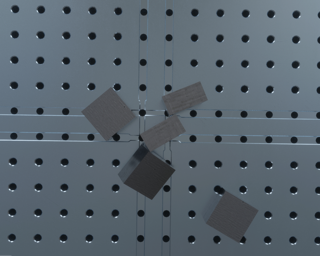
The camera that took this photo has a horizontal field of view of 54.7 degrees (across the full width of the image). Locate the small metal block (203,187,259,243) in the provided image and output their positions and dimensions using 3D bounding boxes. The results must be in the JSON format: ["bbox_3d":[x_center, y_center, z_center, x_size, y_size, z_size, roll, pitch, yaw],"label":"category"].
[{"bbox_3d":[0.094,0.116,0.415,0.050,0.025,0.050,31,90,-1],"label":"small metal block"}]

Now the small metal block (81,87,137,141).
[{"bbox_3d":[-0.067,-0.018,0.413,0.050,0.025,0.050,-40,91,0],"label":"small metal block"}]

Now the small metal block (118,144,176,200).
[{"bbox_3d":[-0.017,0.057,0.402,0.050,0.025,0.050,38,90,-31],"label":"small metal block"}]

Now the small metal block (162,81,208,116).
[{"bbox_3d":[0.030,-0.036,0.401,0.050,0.050,0.025,-22,90,0],"label":"small metal block"}]

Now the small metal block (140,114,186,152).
[{"bbox_3d":[0.004,0.007,0.400,0.050,0.050,0.025,-30,87,-1],"label":"small metal block"}]
